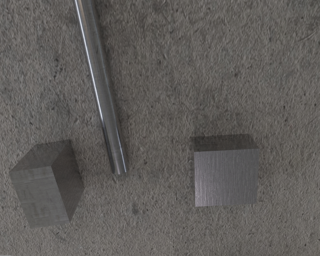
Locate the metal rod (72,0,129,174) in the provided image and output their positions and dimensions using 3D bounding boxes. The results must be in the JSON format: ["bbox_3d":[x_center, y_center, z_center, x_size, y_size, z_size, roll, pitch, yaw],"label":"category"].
[{"bbox_3d":[-0.077,-0.080,0.379,0.025,0.025,0.298,-8,110,3],"label":"metal rod"}]

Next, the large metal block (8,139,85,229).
[{"bbox_3d":[-0.142,0.070,0.405,0.050,0.080,0.079,-9,110,3],"label":"large metal block"}]

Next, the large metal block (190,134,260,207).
[{"bbox_3d":[0.085,0.056,0.418,0.080,0.050,0.079,-3,110,1],"label":"large metal block"}]
